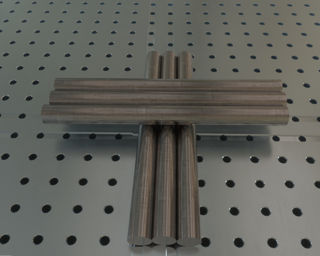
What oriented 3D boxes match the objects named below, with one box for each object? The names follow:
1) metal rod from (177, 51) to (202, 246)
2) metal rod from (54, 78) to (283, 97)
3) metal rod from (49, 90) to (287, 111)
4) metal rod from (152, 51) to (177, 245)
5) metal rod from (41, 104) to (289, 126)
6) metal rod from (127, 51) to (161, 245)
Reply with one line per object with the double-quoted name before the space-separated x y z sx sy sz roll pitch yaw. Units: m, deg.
"metal rod" 0.035 0.000 0.408 0.025 0.025 0.300 2 50 1
"metal rod" 0.011 -0.055 0.421 0.302 0.025 0.025 0 50 0
"metal rod" 0.010 -0.035 0.405 0.302 0.025 0.025 0 50 0
"metal rod" 0.010 -0.001 0.409 0.025 0.025 0.300 2 50 1
"metal rod" 0.006 -0.016 0.389 0.302 0.025 0.025 0 50 0
"metal rod" -0.015 -0.001 0.408 0.025 0.025 0.300 2 50 1
